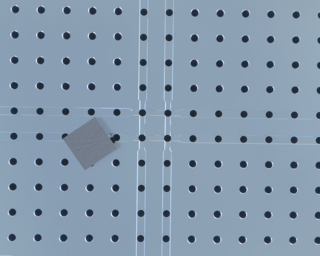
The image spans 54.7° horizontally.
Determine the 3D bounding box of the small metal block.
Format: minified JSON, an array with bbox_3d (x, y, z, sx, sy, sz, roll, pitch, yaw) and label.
[{"bbox_3d":[-0.091,0.020,0.412,0.050,0.025,0.050,-34,90,0],"label":"small metal block"}]
